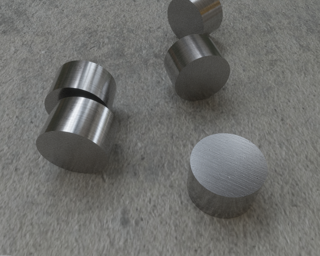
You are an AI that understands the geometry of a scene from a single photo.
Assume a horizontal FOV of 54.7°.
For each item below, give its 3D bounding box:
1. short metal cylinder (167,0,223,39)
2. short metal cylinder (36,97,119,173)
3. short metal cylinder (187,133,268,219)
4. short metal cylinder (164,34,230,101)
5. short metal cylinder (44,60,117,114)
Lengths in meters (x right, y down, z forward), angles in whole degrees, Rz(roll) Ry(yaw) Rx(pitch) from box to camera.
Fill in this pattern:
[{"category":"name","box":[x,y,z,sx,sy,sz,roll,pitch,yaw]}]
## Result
[{"category":"short metal cylinder","box":[0.059,-0.192,0.530,0.080,0.080,0.050,37,59,26]},{"category":"short metal cylinder","box":[-0.093,0.010,0.358,0.080,0.080,0.050,7,51,5]},{"category":"short metal cylinder","box":[0.072,0.052,0.344,0.081,0.050,0.080,0,50,0]},{"category":"short metal cylinder","box":[0.052,-0.084,0.439,0.081,0.080,0.050,-13,51,-11]},{"category":"short metal cylinder","box":[-0.100,-0.040,0.400,0.080,0.080,0.050,3,50,2]}]
